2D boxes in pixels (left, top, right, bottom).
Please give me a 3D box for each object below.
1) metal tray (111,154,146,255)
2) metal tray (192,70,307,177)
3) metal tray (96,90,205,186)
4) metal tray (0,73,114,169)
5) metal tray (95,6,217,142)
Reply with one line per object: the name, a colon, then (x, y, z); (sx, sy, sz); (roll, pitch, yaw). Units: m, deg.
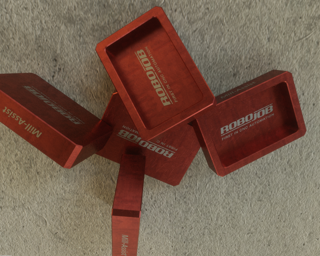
metal tray: (-0.039, 0.108, 0.395); (0.030, 0.090, 0.129); (5, 131, -2)
metal tray: (0.112, -0.007, 0.390); (0.131, 0.030, 0.090); (-25, 109, -7)
metal tray: (-0.016, 0.013, 0.413); (0.131, 0.030, 0.089); (24, 108, -9)
metal tray: (-0.128, -0.014, 0.353); (0.130, 0.090, 0.030); (35, 107, 5)
metal tray: (-0.006, -0.060, 0.355); (0.090, 0.030, 0.130); (-30, 79, 10)
